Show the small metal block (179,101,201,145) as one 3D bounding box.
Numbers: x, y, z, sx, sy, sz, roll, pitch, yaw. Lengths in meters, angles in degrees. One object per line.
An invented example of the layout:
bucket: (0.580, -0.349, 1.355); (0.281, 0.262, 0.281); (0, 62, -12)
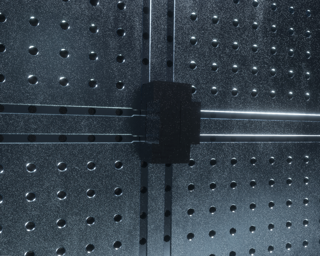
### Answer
small metal block: (0.027, -0.006, 0.382); (0.025, 0.050, 0.050); (2, 89, -19)

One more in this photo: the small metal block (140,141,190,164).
small metal block: (0.005, 0.031, 0.401); (0.050, 0.050, 0.025); (2, 90, -20)

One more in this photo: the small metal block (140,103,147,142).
small metal block: (0.002, -0.007, 0.412); (0.050, 0.025, 0.050); (2, 90, -19)

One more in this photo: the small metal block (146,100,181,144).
small metal block: (0.003, -0.007, 0.373); (0.025, 0.050, 0.050); (2, 90, -20)

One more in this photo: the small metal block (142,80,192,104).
small metal block: (0.008, -0.044, 0.401); (0.050, 0.050, 0.025); (2, 90, -20)
